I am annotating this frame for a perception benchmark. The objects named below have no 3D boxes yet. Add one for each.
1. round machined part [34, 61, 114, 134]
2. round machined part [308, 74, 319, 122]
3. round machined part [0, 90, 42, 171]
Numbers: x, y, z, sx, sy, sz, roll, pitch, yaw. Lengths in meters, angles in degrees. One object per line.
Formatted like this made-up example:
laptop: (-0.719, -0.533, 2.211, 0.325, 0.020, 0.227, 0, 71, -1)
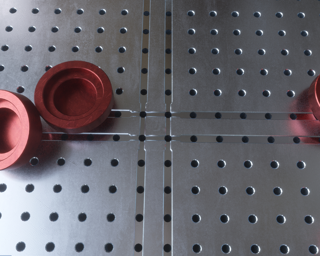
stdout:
round machined part: (-0.111, -0.038, 0.414, 0.099, 0.042, 0.098, 1, 69, -2)
round machined part: (0.249, -0.035, 0.419, 0.099, 0.042, 0.098, 0, 70, -1)
round machined part: (-0.189, 0.004, 0.387, 0.098, 0.042, 0.097, -1, 85, 17)
